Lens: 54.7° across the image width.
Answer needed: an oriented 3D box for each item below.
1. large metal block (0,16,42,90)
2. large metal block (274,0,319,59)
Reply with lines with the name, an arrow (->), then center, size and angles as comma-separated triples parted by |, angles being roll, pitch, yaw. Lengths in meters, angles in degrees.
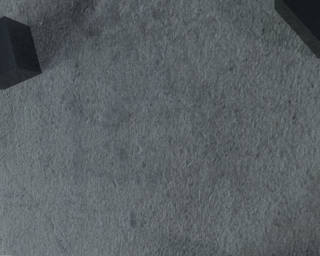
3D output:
large metal block -> -0.241, -0.112, 0.479 | 0.080, 0.050, 0.080 | -18, 84, 18
large metal block -> 0.183, -0.135, 0.332 | 0.080, 0.050, 0.080 | -38, 78, 15
